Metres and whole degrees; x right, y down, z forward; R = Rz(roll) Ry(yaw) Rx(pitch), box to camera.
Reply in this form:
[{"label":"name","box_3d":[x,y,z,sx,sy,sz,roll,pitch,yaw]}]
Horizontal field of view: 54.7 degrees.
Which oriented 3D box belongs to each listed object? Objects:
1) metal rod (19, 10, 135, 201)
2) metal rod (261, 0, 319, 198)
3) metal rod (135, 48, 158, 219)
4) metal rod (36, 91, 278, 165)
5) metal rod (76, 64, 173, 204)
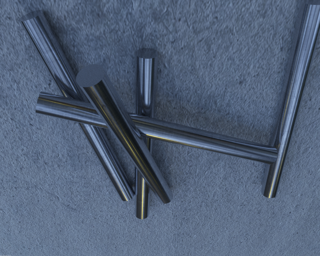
[{"label":"metal rod","box_3d":[-0.091,-0.003,0.403,0.025,0.025,0.299,-12,130,9]},{"label":"metal rod","box_3d":[0.163,-0.011,0.398,0.025,0.025,0.298,-4,130,3]},{"label":"metal rod","box_3d":[-0.023,0.032,0.433,0.025,0.025,0.298,2,130,-2]},{"label":"metal rod","box_3d":[0.009,0.005,0.379,0.302,0.025,0.025,13,129,-16]},{"label":"metal rod","box_3d":[-0.024,0.034,0.379,0.025,0.025,0.299,-10,147,9]}]
